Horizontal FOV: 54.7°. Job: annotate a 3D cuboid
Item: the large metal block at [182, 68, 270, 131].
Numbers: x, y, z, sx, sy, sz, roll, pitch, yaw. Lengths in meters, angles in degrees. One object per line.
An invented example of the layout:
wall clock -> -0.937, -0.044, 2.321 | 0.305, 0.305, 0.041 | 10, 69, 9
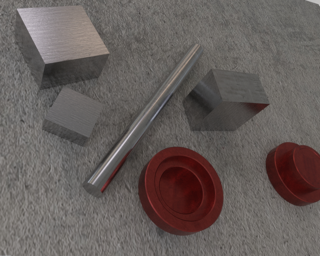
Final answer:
large metal block -> 0.091, -0.036, 0.439 | 0.081, 0.080, 0.050 | 1, 62, -28

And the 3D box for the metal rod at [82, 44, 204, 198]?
metal rod -> -0.005, -0.032, 0.420 | 0.025, 0.025, 0.301 | 37, 51, -4

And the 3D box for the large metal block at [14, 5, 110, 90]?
large metal block -> -0.122, -0.101, 0.384 | 0.081, 0.050, 0.080 | -20, 73, -36

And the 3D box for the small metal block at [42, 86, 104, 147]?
small metal block -> -0.100, -0.013, 0.358 | 0.050, 0.025, 0.050 | 25, 53, -13

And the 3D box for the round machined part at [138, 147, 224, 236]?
round machined part -> 0.021, 0.074, 0.359 | 0.099, 0.042, 0.098 | 14, 56, -21

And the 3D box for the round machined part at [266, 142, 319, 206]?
round machined part -> 0.214, 0.064, 0.468 | 0.099, 0.042, 0.098 | 14, 56, -21
